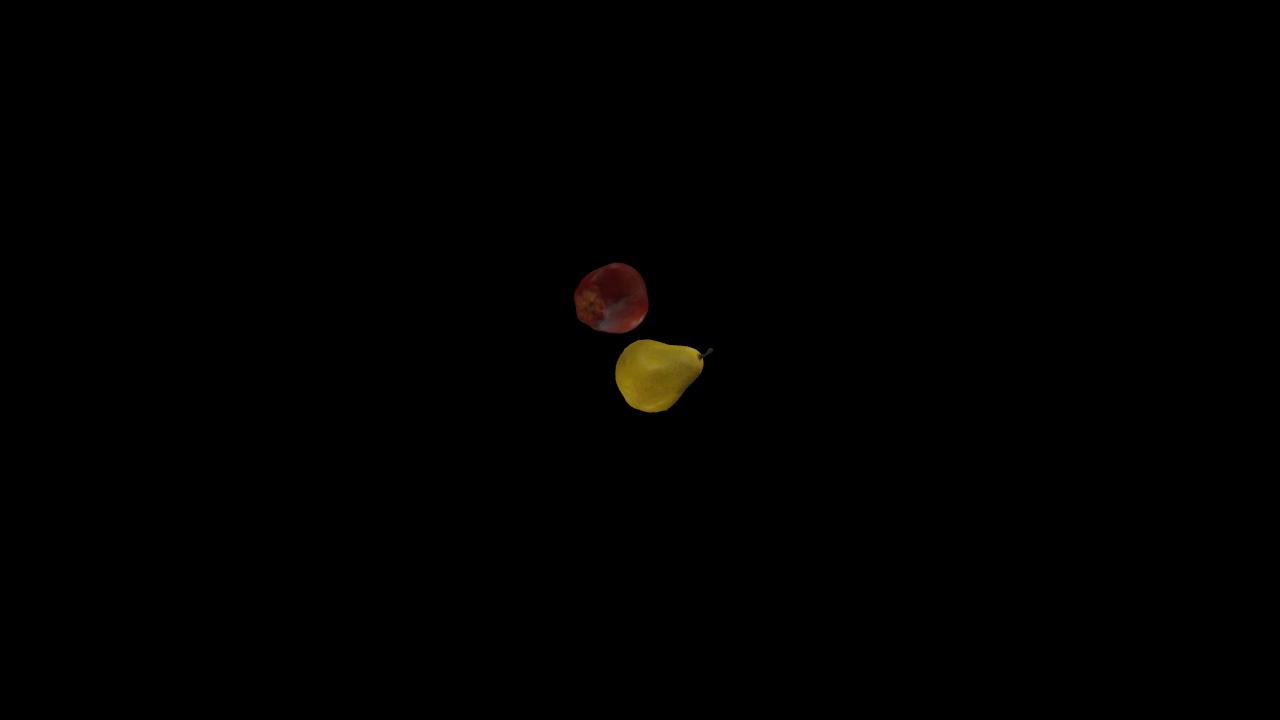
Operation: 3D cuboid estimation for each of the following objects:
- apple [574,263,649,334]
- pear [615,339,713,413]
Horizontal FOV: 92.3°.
[{"bbox_3d":[-0.030,-0.067,0.676,0.079,0.079,0.093,0,10,34],"label":"apple"},{"bbox_3d":[0.032,0.011,0.644,0.111,0.080,0.080,-13,-5,25],"label":"pear"}]
